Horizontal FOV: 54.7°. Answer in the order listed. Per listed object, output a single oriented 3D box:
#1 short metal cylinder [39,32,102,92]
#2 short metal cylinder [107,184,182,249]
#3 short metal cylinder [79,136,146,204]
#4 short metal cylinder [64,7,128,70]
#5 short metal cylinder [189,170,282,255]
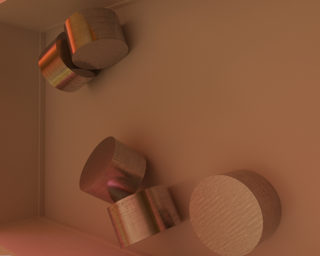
[{"bbox_3d":[-0.138,-0.102,0.482,0.050,0.081,0.080,-27,73,36],"label":"short metal cylinder"},{"bbox_3d":[-0.019,0.110,0.385,0.080,0.081,0.050,-36,68,34],"label":"short metal cylinder"},{"bbox_3d":[-0.064,0.058,0.417,0.080,0.050,0.080,-39,32,30],"label":"short metal cylinder"},{"bbox_3d":[-0.091,-0.126,0.444,0.080,0.081,0.050,-28,73,36],"label":"short metal cylinder"},{"bbox_3d":[0.078,0.086,0.325,0.080,0.050,0.079,0,90,39],"label":"short metal cylinder"}]
